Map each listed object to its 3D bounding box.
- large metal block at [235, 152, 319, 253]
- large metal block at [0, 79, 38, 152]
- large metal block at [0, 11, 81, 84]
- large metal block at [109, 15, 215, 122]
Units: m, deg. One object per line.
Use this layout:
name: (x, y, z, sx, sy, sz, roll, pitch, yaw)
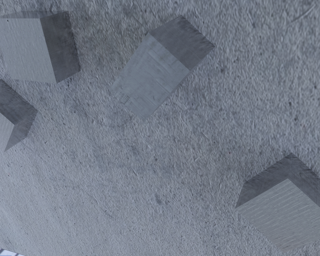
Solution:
large metal block: (0.151, 0.089, 0.366, 0.080, 0.050, 0.080, 42, 129, -1)
large metal block: (-0.263, -0.020, 0.517, 0.080, 0.050, 0.080, 41, 129, -1)
large metal block: (-0.160, -0.108, 0.408, 0.080, 0.050, 0.079, 9, 122, 23)
large metal block: (0.003, -0.064, 0.330, 0.050, 0.080, 0.080, 43, 129, -1)
